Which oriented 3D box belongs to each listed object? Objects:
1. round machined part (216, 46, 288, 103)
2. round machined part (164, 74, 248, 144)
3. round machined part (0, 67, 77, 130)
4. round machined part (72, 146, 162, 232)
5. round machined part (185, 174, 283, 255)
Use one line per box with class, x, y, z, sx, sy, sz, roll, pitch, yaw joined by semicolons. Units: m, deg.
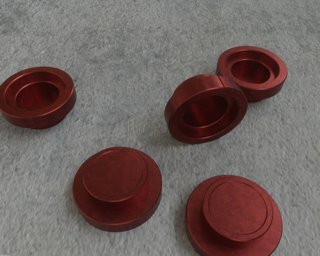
round machined part;0.131;-0.075;0.457;0.099;0.042;0.098;0;50;0
round machined part;0.053;-0.027;0.379;0.099;0.097;0.042;-11;51;-9
round machined part;-0.163;-0.036;0.421;0.099;0.042;0.098;0;50;0
round machined part;-0.047;0.059;0.342;0.099;0.042;0.098;0;50;0
round machined part;0.076;0.089;0.318;0.099;0.042;0.098;0;50;0
